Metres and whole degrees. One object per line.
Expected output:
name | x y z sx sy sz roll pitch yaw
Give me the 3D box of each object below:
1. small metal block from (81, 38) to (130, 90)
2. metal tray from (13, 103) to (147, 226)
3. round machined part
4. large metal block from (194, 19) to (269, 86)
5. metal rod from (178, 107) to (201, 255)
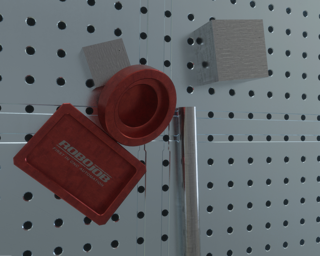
small metal block | -0.066 -0.080 0.389 0.050 0.025 0.050 -20 97 -19
metal tray | -0.093 0.044 0.376 0.130 0.030 0.090 42 77 -16
round machined part | -0.031 -0.030 0.379 0.099 0.042 0.097 -19 124 -30
large metal block | 0.100 -0.105 0.438 0.081 0.050 0.079 -8 93 -20
metal rod | 0.043 0.120 0.429 0.025 0.025 0.298 -2 91 -20
